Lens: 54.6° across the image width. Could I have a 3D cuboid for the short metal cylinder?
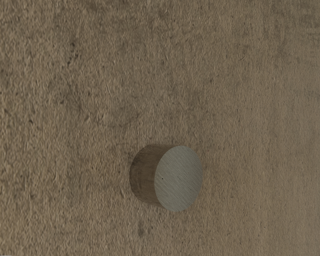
[{"bbox_3d":[0.008,0.061,0.395,0.081,0.050,0.080,0,90,-40],"label":"short metal cylinder"}]
